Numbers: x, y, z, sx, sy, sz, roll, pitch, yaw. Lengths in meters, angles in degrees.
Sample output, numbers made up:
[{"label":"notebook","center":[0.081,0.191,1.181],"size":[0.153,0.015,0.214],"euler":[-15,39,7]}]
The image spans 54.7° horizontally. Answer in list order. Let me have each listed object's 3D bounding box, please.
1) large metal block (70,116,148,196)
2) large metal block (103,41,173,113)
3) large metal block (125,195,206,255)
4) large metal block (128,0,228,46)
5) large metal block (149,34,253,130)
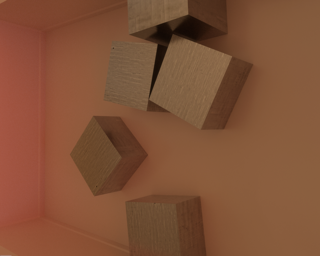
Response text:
[{"label":"large metal block","center":[-0.076,0.039,0.451],"size":[0.080,0.050,0.080],"euler":[51,120,27]},{"label":"large metal block","center":[-0.023,-0.068,0.408],"size":[0.080,0.050,0.079],"euler":[16,100,38]},{"label":"large metal block","center":[0.007,0.128,0.383],"size":[0.080,0.050,0.080],"euler":[-9,84,39]},{"label":"large metal block","center":[0.021,-0.131,0.352],"size":[0.080,0.081,0.050],"euler":[-4,88,39]},{"label":"large metal block","center":[0.044,-0.052,0.352],"size":[0.080,0.050,0.079],"euler":[33,110,35]}]
